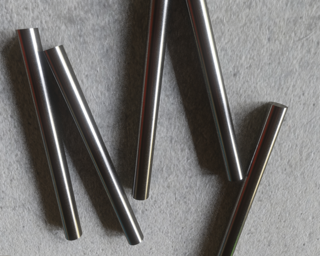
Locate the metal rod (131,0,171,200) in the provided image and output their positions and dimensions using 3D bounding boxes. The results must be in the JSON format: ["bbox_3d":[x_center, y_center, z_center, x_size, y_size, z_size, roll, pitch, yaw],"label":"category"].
[{"bbox_3d":[-0.012,-0.042,0.394,0.025,0.025,0.298,6,110,-3],"label":"metal rod"}]

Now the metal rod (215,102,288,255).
[{"bbox_3d":[0.122,0.107,0.450,0.025,0.025,0.298,11,110,-5],"label":"metal rod"}]

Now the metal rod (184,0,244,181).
[{"bbox_3d":[0.065,-0.066,0.386,0.025,0.025,0.298,-15,110,5],"label":"metal rod"}]

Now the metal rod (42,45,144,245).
[{"bbox_3d":[-0.083,0.037,0.422,0.025,0.025,0.298,-17,110,6],"label":"metal rod"}]

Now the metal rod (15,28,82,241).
[{"bbox_3d":[-0.143,0.022,0.415,0.025,0.025,0.298,-5,110,1],"label":"metal rod"}]
